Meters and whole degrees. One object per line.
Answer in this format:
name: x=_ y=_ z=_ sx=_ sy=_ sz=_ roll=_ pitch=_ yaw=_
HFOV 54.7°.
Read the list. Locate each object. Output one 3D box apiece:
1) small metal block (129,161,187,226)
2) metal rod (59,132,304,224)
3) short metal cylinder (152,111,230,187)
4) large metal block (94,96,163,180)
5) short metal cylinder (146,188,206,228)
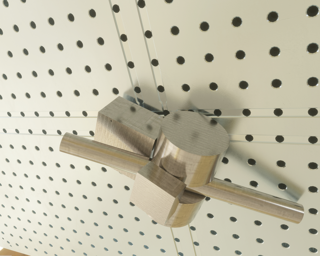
small metal block: x=-0.003 y=0.074 z=0.352 sx=0.050 sy=0.025 sz=0.050 roll=31 pitch=129 yaw=18
metal rod: x=0.027 y=0.061 z=0.379 sx=0.302 sy=0.025 sz=0.025 roll=17 pitch=127 yaw=-1
short metal cylinder: x=0.035 y=0.023 z=0.367 sx=0.080 sy=0.080 sz=0.050 roll=25 pitch=127 yaw=13
large metal block: x=-0.040 y=0.016 z=0.419 sx=0.080 sy=0.050 sz=0.079 roll=26 pitch=128 yaw=12
short metal cylinder: x=0.019 y=0.083 z=0.412 sx=0.080 sy=0.080 sz=0.050 roll=27 pitch=128 yaw=11
